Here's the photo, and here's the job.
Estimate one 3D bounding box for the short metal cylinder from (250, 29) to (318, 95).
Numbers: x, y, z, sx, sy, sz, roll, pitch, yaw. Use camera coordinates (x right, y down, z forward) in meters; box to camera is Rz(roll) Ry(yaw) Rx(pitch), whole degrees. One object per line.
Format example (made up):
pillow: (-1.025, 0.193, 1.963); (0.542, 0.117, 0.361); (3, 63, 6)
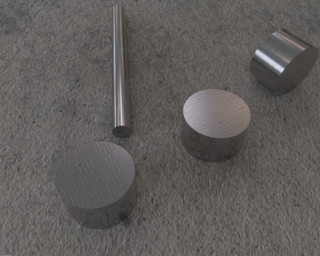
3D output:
short metal cylinder: (0.178, -0.094, 0.448); (0.081, 0.080, 0.050); (-27, 55, -21)

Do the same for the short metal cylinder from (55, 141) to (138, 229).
short metal cylinder: (-0.066, 0.061, 0.335); (0.081, 0.050, 0.080); (0, 50, 0)

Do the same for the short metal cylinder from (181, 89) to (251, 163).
short metal cylinder: (0.068, -0.003, 0.390); (0.081, 0.050, 0.080); (0, 50, 0)

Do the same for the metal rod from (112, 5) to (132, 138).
metal rod: (-0.064, -0.109, 0.494); (0.025, 0.025, 0.300); (-4, 50, -4)
